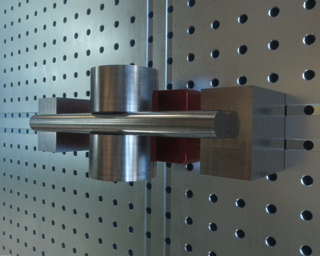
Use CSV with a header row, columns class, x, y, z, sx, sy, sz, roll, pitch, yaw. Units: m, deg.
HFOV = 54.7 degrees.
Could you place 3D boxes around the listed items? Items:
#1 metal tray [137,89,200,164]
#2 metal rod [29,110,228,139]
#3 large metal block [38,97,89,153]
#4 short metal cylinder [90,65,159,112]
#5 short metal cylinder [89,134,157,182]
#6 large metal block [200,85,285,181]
class,x,y,z,sx,sy,sz,roll,pitch,yaw
metal tray,-0.009,-0.003,0.414,0.130,0.030,0.089,2,91,40
metal rod,-0.064,-0.005,0.357,0.300,0.025,0.025,1,91,40
large metal block,-0.142,-0.005,0.489,0.050,0.081,0.080,1,91,40
short metal cylinder,-0.042,-0.043,0.369,0.080,0.081,0.050,1,91,40
short metal cylinder,-0.044,0.032,0.371,0.080,0.081,0.050,1,91,40
large metal block,0.083,0.004,0.304,0.050,0.081,0.080,1,91,40
